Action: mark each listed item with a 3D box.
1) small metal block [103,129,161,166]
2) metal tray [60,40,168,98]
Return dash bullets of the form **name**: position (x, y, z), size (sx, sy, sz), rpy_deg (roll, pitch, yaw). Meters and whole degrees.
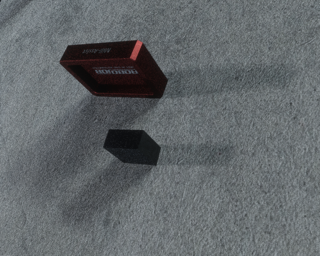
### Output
- **small metal block**: position (-0.034, 0.025, 0.389), size (0.050, 0.050, 0.025), rpy_deg (1, 62, 28)
- **metal tray**: position (-0.065, -0.081, 0.444), size (0.130, 0.090, 0.030), rpy_deg (5, 65, 30)
